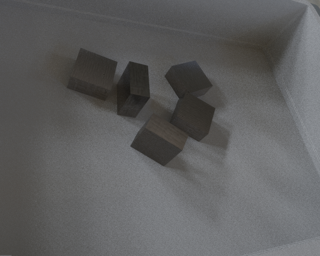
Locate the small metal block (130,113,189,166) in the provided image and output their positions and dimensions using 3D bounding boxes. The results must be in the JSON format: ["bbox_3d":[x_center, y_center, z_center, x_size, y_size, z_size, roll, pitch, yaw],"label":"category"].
[{"bbox_3d":[-0.001,0.015,0.379,0.050,0.050,0.025,32,52,-8],"label":"small metal block"}]

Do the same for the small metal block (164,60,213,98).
[{"bbox_3d":[0.044,-0.072,0.473,0.050,0.025,0.050,-21,73,-36],"label":"small metal block"}]

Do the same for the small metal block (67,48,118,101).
[{"bbox_3d":[-0.087,-0.069,0.401,0.050,0.025,0.050,19,55,-18],"label":"small metal block"}]

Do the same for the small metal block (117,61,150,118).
[{"bbox_3d":[-0.036,-0.049,0.400,0.025,0.050,0.050,9,58,-24],"label":"small metal block"}]

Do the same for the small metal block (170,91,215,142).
[{"bbox_3d":[0.046,-0.016,0.440,0.050,0.025,0.050,29,52,-10],"label":"small metal block"}]
